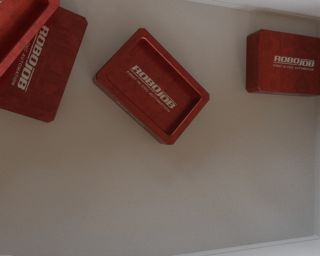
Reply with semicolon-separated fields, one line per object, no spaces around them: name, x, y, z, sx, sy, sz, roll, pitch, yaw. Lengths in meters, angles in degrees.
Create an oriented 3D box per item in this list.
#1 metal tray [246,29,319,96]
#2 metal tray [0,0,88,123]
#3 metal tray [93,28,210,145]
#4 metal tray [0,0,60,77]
metal tray;0.198;-0.097;0.480;0.131;0.030;0.089;1;90;-20
metal tray;-0.147;-0.080;0.353;0.091;0.030;0.129;19;84;-19
metal tray;-0.009;-0.051;0.404;0.130;0.030;0.090;43;77;-15
metal tray;-0.168;-0.105;0.288;0.130;0.030;0.090;-56;143;-11
